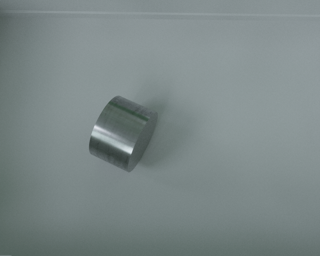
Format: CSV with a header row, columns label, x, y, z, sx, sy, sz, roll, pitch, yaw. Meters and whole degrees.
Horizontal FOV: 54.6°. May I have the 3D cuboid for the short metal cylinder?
label,x,y,z,sx,sy,sz,roll,pitch,yaw
short metal cylinder,-0.043,0.007,0.378,0.050,0.080,0.080,24,72,8
